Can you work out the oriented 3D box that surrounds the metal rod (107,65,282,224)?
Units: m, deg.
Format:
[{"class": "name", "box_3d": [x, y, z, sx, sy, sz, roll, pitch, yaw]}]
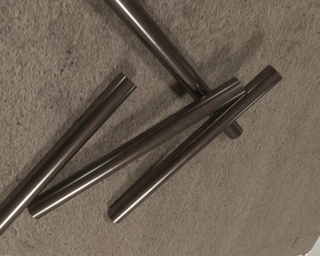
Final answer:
[{"class": "metal rod", "box_3d": [0.040, 0.028, 0.424, 0.300, 0.025, 0.025, -43, 130, 11]}]

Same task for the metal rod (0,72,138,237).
[{"class": "metal rod", "box_3d": [-0.137, 0.053, 0.365, 0.300, 0.025, 0.025, -47, 130, 4]}]

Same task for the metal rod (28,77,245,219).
[{"class": "metal rod", "box_3d": [-0.029, 0.024, 0.388, 0.301, 0.025, 0.025, -31, 129, -1]}]

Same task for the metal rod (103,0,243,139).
[{"class": "metal rod", "box_3d": [0.027, -0.069, 0.380, 0.025, 0.025, 0.300, -46, 130, 4]}]
